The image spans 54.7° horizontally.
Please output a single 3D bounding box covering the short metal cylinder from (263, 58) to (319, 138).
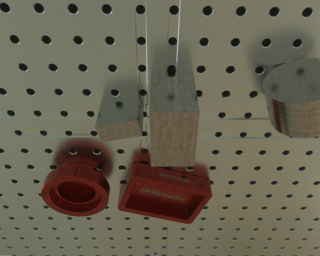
[{"bbox_3d":[0.161,-0.035,0.348,0.080,0.080,0.050,-16,128,13],"label":"short metal cylinder"}]

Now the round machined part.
[{"bbox_3d":[-0.126,0.090,0.476,0.099,0.042,0.097,0,130,0],"label":"round machined part"}]

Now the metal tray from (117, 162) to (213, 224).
[{"bbox_3d":[0.006,0.108,0.500,0.131,0.030,0.089,15,129,-13],"label":"metal tray"}]

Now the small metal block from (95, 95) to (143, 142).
[{"bbox_3d":[-0.048,-0.012,0.385,0.050,0.050,0.025,-9,130,8],"label":"small metal block"}]

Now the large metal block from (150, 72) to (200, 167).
[{"bbox_3d":[0.015,-0.011,0.366,0.050,0.080,0.079,0,130,0],"label":"large metal block"}]
